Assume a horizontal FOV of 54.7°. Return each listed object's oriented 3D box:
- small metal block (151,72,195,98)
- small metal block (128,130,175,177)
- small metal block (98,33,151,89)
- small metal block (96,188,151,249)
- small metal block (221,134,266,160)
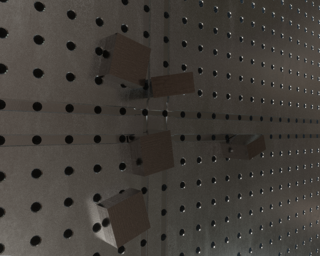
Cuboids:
[{"bbox_3d":[0.016,-0.055,0.395,0.050,0.050,0.025,-7,97,2],"label":"small metal block"},{"bbox_3d":[-0.011,0.031,0.402,0.050,0.025,0.050,-11,98,-40],"label":"small metal block"},{"bbox_3d":[-0.042,-0.080,0.375,0.050,0.025,0.050,16,80,-39],"label":"small metal block"},{"bbox_3d":[-0.043,0.107,0.375,0.050,0.025,0.050,-21,103,-38],"label":"small metal block"},{"bbox_3d":[0.138,0.031,0.511,0.050,0.050,0.025,-22,104,-38],"label":"small metal block"}]
